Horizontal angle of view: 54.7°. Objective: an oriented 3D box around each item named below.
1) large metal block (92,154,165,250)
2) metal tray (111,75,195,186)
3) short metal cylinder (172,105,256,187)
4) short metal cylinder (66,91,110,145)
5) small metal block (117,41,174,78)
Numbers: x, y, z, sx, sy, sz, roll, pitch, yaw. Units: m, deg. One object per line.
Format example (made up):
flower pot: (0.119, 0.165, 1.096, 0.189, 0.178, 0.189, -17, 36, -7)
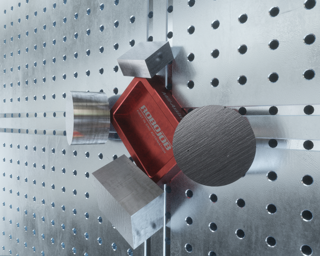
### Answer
large metal block: (-0.041, 0.095, 0.404, 0.080, 0.050, 0.079, 38, 144, 33)
metal tray: (-0.010, 0.000, 0.413, 0.090, 0.030, 0.130, -49, 61, 29)
short metal cylinder: (0.058, 0.017, 0.325, 0.080, 0.050, 0.079, 0, 90, 13)
short metal cylinder: (-0.110, -0.015, 0.465, 0.080, 0.050, 0.079, 180, 90, -65)
small metal block: (-0.019, -0.090, 0.405, 0.050, 0.050, 0.025, 12, 135, 39)
